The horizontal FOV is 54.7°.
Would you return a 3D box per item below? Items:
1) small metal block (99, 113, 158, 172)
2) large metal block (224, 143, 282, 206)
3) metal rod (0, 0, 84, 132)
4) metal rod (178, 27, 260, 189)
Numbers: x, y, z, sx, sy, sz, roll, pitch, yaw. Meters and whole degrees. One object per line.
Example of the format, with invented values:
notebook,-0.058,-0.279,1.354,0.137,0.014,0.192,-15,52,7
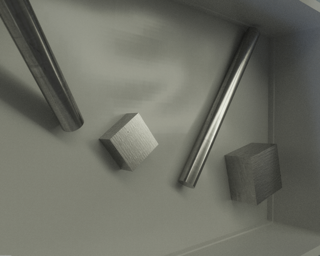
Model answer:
small metal block,-0.037,0.017,0.377,0.050,0.025,0.050,-46,118,-30
large metal block,0.161,0.075,0.529,0.081,0.050,0.079,-17,101,-39
metal rod,-0.115,-0.105,0.224,0.025,0.025,0.298,-48,146,-29
metal rod,0.101,-0.044,0.494,0.025,0.025,0.300,41,65,-33
